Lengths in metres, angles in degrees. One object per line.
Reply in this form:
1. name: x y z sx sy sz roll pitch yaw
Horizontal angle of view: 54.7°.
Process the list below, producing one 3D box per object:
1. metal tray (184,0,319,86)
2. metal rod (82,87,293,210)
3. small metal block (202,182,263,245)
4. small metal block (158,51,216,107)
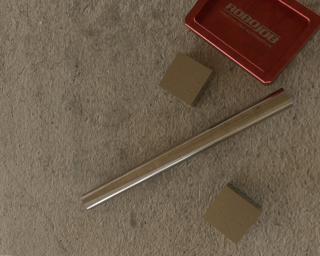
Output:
1. metal tray: 0.106 -0.123 0.368 0.130 0.030 0.090 41 103 15
2. metal rod: 0.022 0.035 0.400 0.300 0.025 0.025 -29 81 17
3. small metal block: 0.088 0.103 0.378 0.050 0.025 0.050 36 101 16
4. small metal block: 0.035 -0.062 0.396 0.050 0.025 0.050 35 101 16
